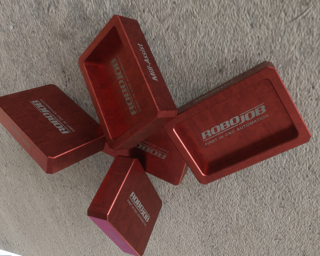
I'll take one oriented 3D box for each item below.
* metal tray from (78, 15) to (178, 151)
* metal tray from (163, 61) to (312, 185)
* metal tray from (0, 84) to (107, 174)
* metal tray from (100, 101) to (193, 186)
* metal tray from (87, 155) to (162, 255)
[{"bbox_3d":[-0.042,-0.050,0.357,0.090,0.030,0.130,-36,70,38],"label":"metal tray"},{"bbox_3d":[0.081,-0.002,0.339,0.130,0.030,0.090,-28,104,22],"label":"metal tray"},{"bbox_3d":[-0.147,-0.005,0.419,0.130,0.091,0.030,39,131,23],"label":"metal tray"},{"bbox_3d":[-0.019,0.014,0.422,0.130,0.030,0.089,23,127,13],"label":"metal tray"},{"bbox_3d":[-0.042,0.110,0.430,0.030,0.090,0.130,6,142,26],"label":"metal tray"}]
